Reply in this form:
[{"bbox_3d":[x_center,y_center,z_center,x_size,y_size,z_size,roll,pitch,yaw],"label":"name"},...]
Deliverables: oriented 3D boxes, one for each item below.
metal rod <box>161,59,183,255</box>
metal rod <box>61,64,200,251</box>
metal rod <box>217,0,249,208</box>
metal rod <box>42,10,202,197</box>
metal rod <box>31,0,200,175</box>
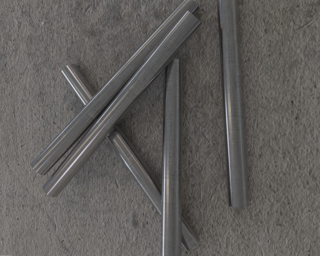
[{"bbox_3d":[0.015,0.062,0.383,0.025,0.025,0.298,-2,82,20],"label":"metal rod"},{"bbox_3d":[-0.046,0.032,0.425,0.025,0.025,0.299,-40,78,15],"label":"metal rod"},{"bbox_3d":[0.087,-0.056,0.377,0.025,0.025,0.298,-3,89,20],"label":"metal rod"},{"bbox_3d":[-0.056,-0.023,0.401,0.025,0.025,0.299,44,102,14],"label":"metal rod"},{"bbox_3d":[-0.062,-0.051,0.409,0.300,0.025,0.025,-46,76,6],"label":"metal rod"}]
